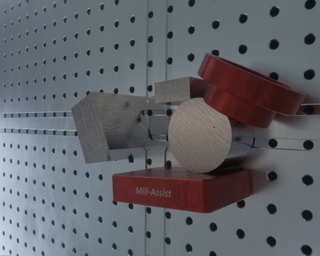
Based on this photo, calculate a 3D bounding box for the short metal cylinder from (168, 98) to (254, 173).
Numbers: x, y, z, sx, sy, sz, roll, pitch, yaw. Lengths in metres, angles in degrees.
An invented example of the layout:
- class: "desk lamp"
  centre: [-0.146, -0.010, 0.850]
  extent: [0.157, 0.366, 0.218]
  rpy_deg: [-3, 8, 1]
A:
- class: "short metal cylinder"
  centre: [0.056, 0.008, 0.347]
  extent: [0.080, 0.050, 0.079]
  rpy_deg: [0, 90, 40]

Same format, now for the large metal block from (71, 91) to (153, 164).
- class: "large metal block"
  centre: [-0.065, 0.000, 0.428]
  extent: [0.050, 0.081, 0.080]
  rpy_deg: [-30, 71, 36]

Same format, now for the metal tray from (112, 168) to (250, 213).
- class: "metal tray"
  centre: [0.022, 0.065, 0.349]
  extent: [0.130, 0.091, 0.030]
  rpy_deg: [-4, 87, 40]

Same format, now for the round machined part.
- class: "round machined part"
  centre: [0.081, -0.033, 0.295]
  extent: [0.098, 0.099, 0.042]
  rpy_deg: [35, 112, 34]

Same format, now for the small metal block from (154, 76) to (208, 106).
- class: "small metal block"
  centre: [0.029, -0.042, 0.369]
  extent: [0.050, 0.050, 0.025]
  rpy_deg: [-3, 88, 40]
